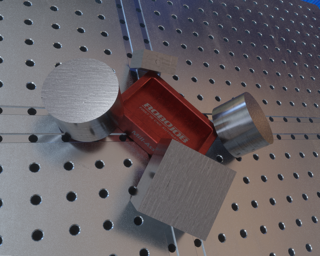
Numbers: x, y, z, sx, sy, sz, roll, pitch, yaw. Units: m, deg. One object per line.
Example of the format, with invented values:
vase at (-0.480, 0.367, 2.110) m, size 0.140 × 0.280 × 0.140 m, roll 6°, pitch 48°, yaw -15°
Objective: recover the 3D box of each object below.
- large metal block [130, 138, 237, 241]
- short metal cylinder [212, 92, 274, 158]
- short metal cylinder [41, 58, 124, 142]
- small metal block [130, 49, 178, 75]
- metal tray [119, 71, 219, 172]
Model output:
large metal block at (0.024, 0.065, 0.343) m, size 0.080 × 0.050 × 0.080 m, roll 28°, pitch 83°, yaw -11°
short metal cylinder at (0.117, -0.004, 0.438) m, size 0.080 × 0.050 × 0.080 m, roll 38°, pitch 37°, yaw -35°
short metal cylinder at (-0.083, -0.031, 0.347) m, size 0.081 × 0.050 × 0.080 m, roll 0°, pitch 65°, yaw 0°
small metal block at (-0.010, -0.093, 0.440) m, size 0.050 × 0.050 × 0.025 m, roll 8°, pitch 96°, yaw -24°
metal tray at (0.007, -0.007, 0.412) m, size 0.130 × 0.030 × 0.090 m, roll 41°, pitch 51°, yaw 0°
